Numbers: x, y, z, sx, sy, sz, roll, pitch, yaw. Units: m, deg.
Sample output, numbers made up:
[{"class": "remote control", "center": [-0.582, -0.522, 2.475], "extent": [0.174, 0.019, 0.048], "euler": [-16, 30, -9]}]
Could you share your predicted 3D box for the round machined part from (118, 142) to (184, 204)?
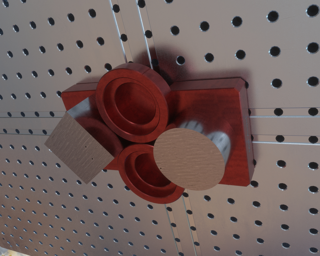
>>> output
[{"class": "round machined part", "center": [-0.005, 0.052, 0.423], "extent": [0.098, 0.042, 0.097], "euler": [13, 124, 21]}]

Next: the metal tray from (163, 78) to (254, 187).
[{"class": "metal tray", "center": [0.061, 0.007, 0.378], "extent": [0.090, 0.030, 0.129], "euler": [1, 119, 28]}]

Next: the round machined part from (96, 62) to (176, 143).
[{"class": "round machined part", "center": [-0.026, -0.034, 0.381], "extent": [0.098, 0.042, 0.097], "euler": [13, 124, 21]}]

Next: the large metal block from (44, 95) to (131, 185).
[{"class": "large metal block", "center": [-0.096, 0.017, 0.417], "extent": [0.080, 0.050, 0.080], "euler": [45, 129, -3]}]

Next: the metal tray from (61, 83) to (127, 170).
[{"class": "metal tray", "center": [-0.080, 0.000, 0.450], "extent": [0.090, 0.030, 0.129], "euler": [0, 119, 27]}]

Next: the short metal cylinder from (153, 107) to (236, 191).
[{"class": "short metal cylinder", "center": [0.040, 0.023, 0.348], "extent": [0.080, 0.050, 0.079], "euler": [13, 124, 21]}]
